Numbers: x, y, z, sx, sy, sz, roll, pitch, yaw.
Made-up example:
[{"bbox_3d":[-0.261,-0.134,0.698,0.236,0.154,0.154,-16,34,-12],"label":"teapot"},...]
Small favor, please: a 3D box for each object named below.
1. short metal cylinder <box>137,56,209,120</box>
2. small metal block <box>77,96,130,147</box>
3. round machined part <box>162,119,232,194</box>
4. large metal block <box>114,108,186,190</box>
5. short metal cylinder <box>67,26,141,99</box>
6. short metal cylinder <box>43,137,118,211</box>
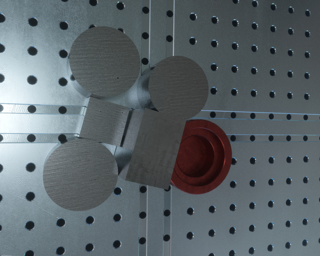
[{"bbox_3d":[0.016,-0.049,0.405,0.081,0.050,0.080,0,90,-20],"label":"short metal cylinder"},{"bbox_3d":[-0.071,-0.007,0.386,0.050,0.025,0.050,16,85,-20],"label":"small metal block"},{"bbox_3d":[0.044,0.037,0.420,0.099,0.042,0.097,0,90,-20],"label":"round machined part"},{"bbox_3d":[-0.017,0.023,0.374,0.050,0.080,0.080,17,85,-19],"label":"large metal block"},{"bbox_3d":[-0.069,-0.075,0.373,0.081,0.050,0.080,0,90,-20],"label":"short metal cylinder"},{"bbox_3d":[-0.094,0.051,0.364,0.081,0.050,0.080,0,90,-20],"label":"short metal cylinder"}]
